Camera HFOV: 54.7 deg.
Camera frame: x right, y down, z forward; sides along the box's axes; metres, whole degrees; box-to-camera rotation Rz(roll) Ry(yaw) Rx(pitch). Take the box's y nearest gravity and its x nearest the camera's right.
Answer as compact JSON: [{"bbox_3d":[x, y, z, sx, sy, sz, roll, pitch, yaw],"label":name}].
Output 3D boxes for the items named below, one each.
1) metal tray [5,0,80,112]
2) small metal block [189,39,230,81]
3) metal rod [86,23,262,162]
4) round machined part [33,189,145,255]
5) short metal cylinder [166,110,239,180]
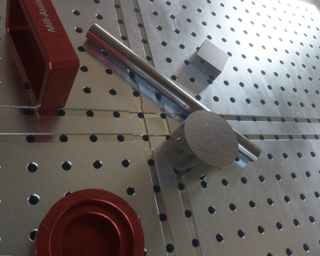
[{"bbox_3d":[-0.138,-0.095,0.350,0.030,0.090,0.130,-16,70,-35],"label":"metal tray"},{"bbox_3d":[0.085,-0.116,0.527,0.050,0.025,0.050,34,51,-6],"label":"small metal block"},{"bbox_3d":[0.023,-0.049,0.451,0.301,0.025,0.025,37,51,-4],"label":"metal rod"},{"bbox_3d":[-0.068,0.111,0.294,0.099,0.042,0.098,14,56,-21],"label":"round machined part"},{"bbox_3d":[0.056,0.023,0.410,0.081,0.050,0.080,14,56,-21],"label":"short metal cylinder"}]
